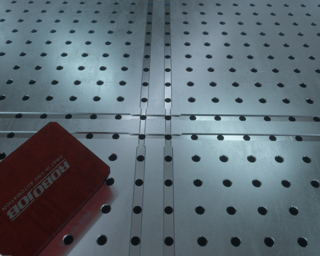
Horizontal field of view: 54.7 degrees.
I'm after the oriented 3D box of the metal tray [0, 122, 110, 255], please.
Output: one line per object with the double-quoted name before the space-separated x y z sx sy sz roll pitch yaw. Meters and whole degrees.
"metal tray" -0.129 0.065 0.328 0.090 0.030 0.131 40 58 3
